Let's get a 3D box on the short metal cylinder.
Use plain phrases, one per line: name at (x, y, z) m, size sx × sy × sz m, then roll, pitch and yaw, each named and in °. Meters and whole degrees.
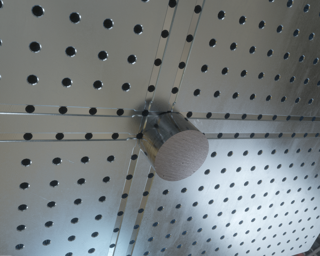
short metal cylinder at (0.019, 0.025, 0.423) m, size 0.081 × 0.050 × 0.079 m, roll -14°, pitch 125°, yaw -21°
